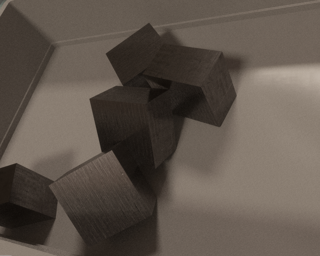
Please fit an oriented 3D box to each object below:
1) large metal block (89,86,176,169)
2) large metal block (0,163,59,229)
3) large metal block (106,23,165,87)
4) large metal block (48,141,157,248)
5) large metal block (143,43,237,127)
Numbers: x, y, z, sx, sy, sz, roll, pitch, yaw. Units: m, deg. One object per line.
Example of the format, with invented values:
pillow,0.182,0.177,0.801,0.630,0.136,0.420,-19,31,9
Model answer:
large metal block,-0.031,-0.004,0.379,0.080,0.079,0.050,8,29,31
large metal block,-0.196,0.094,0.413,0.080,0.080,0.050,-17,55,18
large metal block,-0.023,-0.096,0.459,0.080,0.050,0.080,-34,52,5
large metal block,-0.061,0.072,0.350,0.080,0.050,0.080,-30,95,9
large metal block,0.039,-0.052,0.379,0.080,0.080,0.050,19,68,35
